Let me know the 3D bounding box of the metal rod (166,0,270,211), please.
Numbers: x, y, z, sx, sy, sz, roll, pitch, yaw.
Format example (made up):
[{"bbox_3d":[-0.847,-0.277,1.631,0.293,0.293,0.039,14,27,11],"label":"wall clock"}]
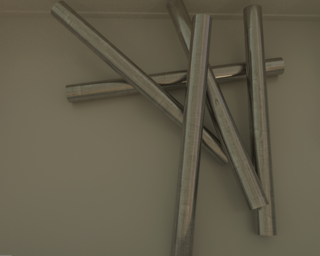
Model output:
[{"bbox_3d":[0.066,-0.044,0.398,0.025,0.025,0.299,-17,71,-6],"label":"metal rod"}]

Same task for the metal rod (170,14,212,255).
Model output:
[{"bbox_3d":[0.038,0.009,0.372,0.025,0.025,0.298,6,83,2],"label":"metal rod"}]

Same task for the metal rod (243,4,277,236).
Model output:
[{"bbox_3d":[0.127,-0.020,0.399,0.025,0.025,0.299,1,77,0],"label":"metal rod"}]

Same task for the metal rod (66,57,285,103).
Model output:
[{"bbox_3d":[0.023,-0.068,0.434,0.302,0.025,0.025,-8,70,-3],"label":"metal rod"}]

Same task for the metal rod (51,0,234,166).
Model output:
[{"bbox_3d":[-0.024,-0.060,0.405,0.300,0.025,0.025,42,75,3],"label":"metal rod"}]
